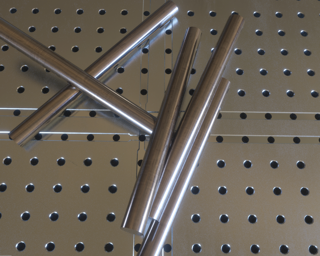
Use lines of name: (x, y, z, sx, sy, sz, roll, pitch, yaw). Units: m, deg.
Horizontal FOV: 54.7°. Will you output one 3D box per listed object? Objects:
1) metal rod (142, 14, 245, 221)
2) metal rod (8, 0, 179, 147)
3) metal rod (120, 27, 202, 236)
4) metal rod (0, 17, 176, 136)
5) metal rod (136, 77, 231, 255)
metal rod: (0.049, -0.027, 0.400, 0.025, 0.025, 0.300, 23, 72, 8)
metal rod: (-0.085, -0.085, 0.441, 0.025, 0.025, 0.301, 42, 75, 13)
metal rod: (0.011, -0.018, 0.391, 0.025, 0.025, 0.300, 15, 60, 5)
metal rod: (-0.107, -0.065, 0.406, 0.301, 0.025, 0.025, 33, 73, 0)
metal rod: (0.026, 0.064, 0.388, 0.025, 0.025, 0.300, 23, 71, 8)
